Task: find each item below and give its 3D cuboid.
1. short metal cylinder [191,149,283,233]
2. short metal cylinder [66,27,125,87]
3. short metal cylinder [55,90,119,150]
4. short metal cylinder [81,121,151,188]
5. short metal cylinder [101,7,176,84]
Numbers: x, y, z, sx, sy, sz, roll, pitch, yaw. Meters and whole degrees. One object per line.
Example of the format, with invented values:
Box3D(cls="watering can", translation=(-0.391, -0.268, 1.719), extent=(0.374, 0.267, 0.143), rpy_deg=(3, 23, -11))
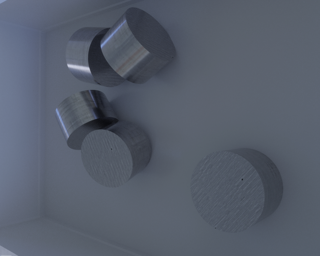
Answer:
Box3D(cls="short metal cylinder", translation=(0.080, 0.062, 0.324), extent=(0.080, 0.050, 0.079), rpy_deg=(0, 90, 39))
Box3D(cls="short metal cylinder", translation=(-0.084, -0.101, 0.438), extent=(0.050, 0.081, 0.079), rpy_deg=(16, 100, 38))
Box3D(cls="short metal cylinder", translation=(-0.106, -0.011, 0.456), extent=(0.080, 0.081, 0.050), rpy_deg=(-45, 63, 30))
Box3D(cls="short metal cylinder", translation=(-0.059, 0.034, 0.422), extent=(0.080, 0.050, 0.079), rpy_deg=(7, 108, 24))
Box3D(cls="short metal cylinder", translation=(-0.027, -0.103, 0.391), extent=(0.050, 0.081, 0.080), rpy_deg=(-35, 69, 34))
